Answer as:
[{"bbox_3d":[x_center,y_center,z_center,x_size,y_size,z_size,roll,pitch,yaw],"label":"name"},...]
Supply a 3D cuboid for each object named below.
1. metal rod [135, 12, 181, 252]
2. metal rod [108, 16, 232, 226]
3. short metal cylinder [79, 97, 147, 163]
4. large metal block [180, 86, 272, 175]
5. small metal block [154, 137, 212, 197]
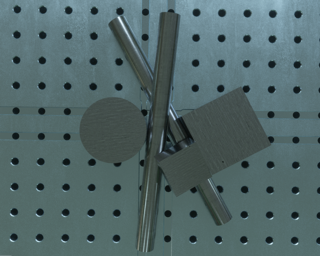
[{"bbox_3d":[-0.004,0.011,0.390,0.025,0.025,0.298,6,98,0],"label":"metal rod"},{"bbox_3d":[0.014,-0.009,0.410,0.025,0.025,0.299,-28,91,0],"label":"metal rod"},{"bbox_3d":[-0.057,0.002,0.397,0.081,0.050,0.079,0,90,-1],"label":"short metal cylinder"},{"bbox_3d":[0.080,0.003,0.397,0.080,0.050,0.080,-27,90,0],"label":"large metal block"},{"bbox_3d":[0.028,0.047,0.378,0.050,0.025,0.050,-28,105,-8],"label":"small metal block"}]
